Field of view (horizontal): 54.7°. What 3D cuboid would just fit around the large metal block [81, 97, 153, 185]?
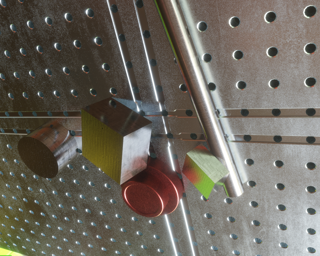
[{"bbox_3d":[-0.061,0.016,0.421,0.080,0.050,0.079,31,130,29],"label":"large metal block"}]

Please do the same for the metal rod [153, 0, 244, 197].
[{"bbox_3d":[0.044,-0.045,0.358,0.025,0.025,0.299,-10,114,32],"label":"metal rod"}]

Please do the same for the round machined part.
[{"bbox_3d":[-0.018,0.095,0.467,0.098,0.042,0.097,13,124,20],"label":"round machined part"}]

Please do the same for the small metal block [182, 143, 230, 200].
[{"bbox_3d":[0.056,0.056,0.394,0.050,0.025,0.050,47,154,24],"label":"small metal block"}]

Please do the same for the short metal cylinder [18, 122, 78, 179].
[{"bbox_3d":[-0.184,0.036,0.512,0.080,0.050,0.079,13,124,20],"label":"short metal cylinder"}]
